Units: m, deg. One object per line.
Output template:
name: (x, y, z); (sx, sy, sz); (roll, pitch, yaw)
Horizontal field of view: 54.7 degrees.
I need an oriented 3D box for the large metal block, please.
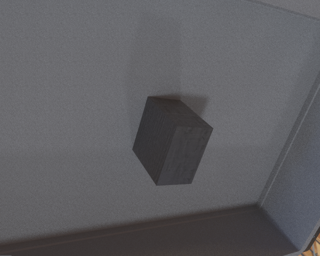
large metal block: (0.012, 0.015, 0.391); (0.050, 0.080, 0.079); (3, 117, -30)
